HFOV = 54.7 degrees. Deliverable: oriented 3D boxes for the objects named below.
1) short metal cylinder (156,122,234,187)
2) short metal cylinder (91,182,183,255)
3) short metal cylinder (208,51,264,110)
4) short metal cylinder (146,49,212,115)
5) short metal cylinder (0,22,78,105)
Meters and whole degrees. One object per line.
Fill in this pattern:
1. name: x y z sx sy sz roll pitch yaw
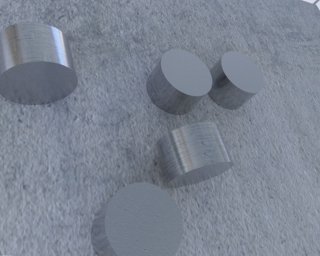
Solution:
1. short metal cylinder: 0.041 0.033 0.372 0.081 0.080 0.050 -4 64 -30
2. short metal cylinder: -0.024 0.102 0.314 0.081 0.050 0.080 14 56 -21
3. short metal cylinder: 0.119 -0.076 0.500 0.081 0.050 0.080 14 56 -21
4. short metal cylinder: 0.027 -0.065 0.444 0.081 0.050 0.080 14 56 -21
5. short metal cylinder: -0.135 -0.067 0.337 0.081 0.080 0.050 -4 64 -31
